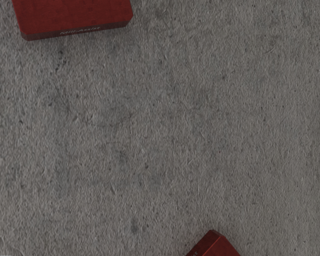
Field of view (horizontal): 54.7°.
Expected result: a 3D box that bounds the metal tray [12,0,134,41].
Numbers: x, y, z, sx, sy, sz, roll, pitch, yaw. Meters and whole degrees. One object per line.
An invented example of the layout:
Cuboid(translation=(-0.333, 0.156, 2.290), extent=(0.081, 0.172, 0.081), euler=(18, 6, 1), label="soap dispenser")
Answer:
Cuboid(translation=(-0.106, -0.160, 0.367), extent=(0.131, 0.030, 0.089), euler=(-15, 95, -20), label="metal tray")

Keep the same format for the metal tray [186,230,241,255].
Cuboid(translation=(0.061, 0.220, 0.429), extent=(0.130, 0.030, 0.090), euler=(-42, 103, -15), label="metal tray")
